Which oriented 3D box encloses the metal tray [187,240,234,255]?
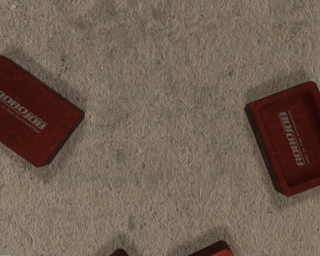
[{"bbox_3d":[0.075,0.228,0.409,0.090,0.030,0.129,-25,90,-1],"label":"metal tray"}]

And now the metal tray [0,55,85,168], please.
[{"bbox_3d":[-0.178,-0.021,0.405,0.130,0.030,0.090,36,90,-1],"label":"metal tray"}]

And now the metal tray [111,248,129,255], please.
[{"bbox_3d":[-0.046,0.239,0.407,0.090,0.030,0.130,-40,91,-1],"label":"metal tray"}]

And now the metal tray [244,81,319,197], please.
[{"bbox_3d":[0.179,0.014,0.409,0.090,0.030,0.129,-21,90,-1],"label":"metal tray"}]
